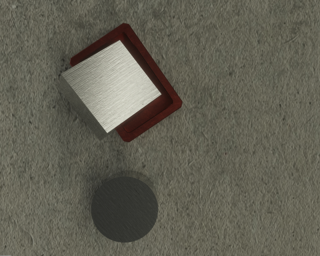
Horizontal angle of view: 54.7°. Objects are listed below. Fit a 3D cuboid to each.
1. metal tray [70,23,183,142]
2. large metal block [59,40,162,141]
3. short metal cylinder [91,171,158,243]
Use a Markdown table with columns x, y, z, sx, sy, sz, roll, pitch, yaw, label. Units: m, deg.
| x | y | z | sx | sy | sz | roll | pitch | yaw | label |
| --- | --- | --- | --- | --- | --- | --- | --- | --- | --- |
| -0.043 | -0.058 | 0.406 | 0.090 | 0.030 | 0.130 | -35 | 90 | -1 | metal tray |
| -0.060 | -0.043 | 0.369 | 0.080 | 0.050 | 0.080 | -38 | 92 | -23 | large metal block |
| -0.043 | 0.098 | 0.397 | 0.081 | 0.050 | 0.079 | 0 | 90 | -1 | short metal cylinder |
